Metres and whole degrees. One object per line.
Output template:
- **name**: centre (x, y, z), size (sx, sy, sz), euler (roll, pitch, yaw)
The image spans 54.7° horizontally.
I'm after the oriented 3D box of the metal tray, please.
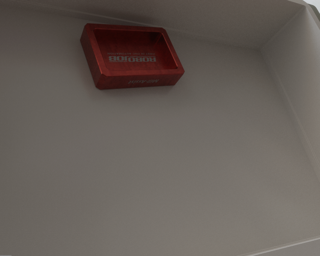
- **metal tray**: centre (-0.038, -0.104, 0.446), size (0.131, 0.030, 0.090), euler (-8, 66, -32)
